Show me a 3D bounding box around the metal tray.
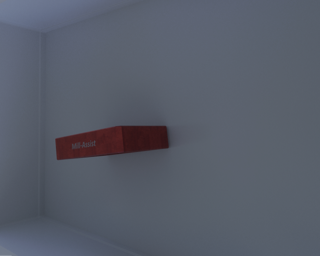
[{"bbox_3d":[-0.066,0.021,0.416,0.130,0.091,0.030,-10,84,39],"label":"metal tray"}]
